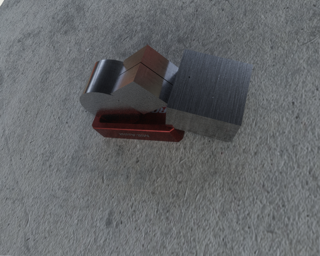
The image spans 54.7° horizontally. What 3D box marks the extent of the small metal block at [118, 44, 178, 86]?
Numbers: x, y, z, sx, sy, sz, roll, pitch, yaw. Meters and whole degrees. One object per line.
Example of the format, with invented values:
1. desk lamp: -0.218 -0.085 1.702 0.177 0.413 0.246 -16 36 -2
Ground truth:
1. small metal block: -0.013 -0.066 0.370 0.050 0.050 0.025 -17 49 51

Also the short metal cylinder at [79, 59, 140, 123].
1. short metal cylinder: -0.060 -0.046 0.413 0.080 0.080 0.050 1 63 29

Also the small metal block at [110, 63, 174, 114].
1. small metal block: -0.021 -0.044 0.359 0.050 0.050 0.025 -17 49 51

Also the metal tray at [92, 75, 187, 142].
1. metal tray: -0.023 -0.030 0.433 0.130 0.030 0.090 2 63 29

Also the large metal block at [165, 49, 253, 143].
1. large metal block: 0.056 -0.037 0.364 0.080 0.050 0.080 15 67 6
